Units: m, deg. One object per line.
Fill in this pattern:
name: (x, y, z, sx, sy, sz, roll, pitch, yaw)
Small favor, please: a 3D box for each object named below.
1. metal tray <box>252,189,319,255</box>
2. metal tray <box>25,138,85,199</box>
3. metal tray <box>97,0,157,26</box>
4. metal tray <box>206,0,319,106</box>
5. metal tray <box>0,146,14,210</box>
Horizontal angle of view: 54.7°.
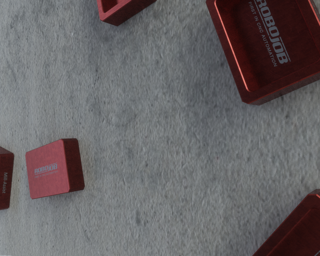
metal tray: (0.140, 0.133, 0.285, 0.090, 0.030, 0.129, 44, 116, 30)
metal tray: (-0.192, 0.075, 0.557, 0.130, 0.030, 0.090, -18, 79, 38)
metal tray: (-0.056, -0.226, 0.445, 0.090, 0.030, 0.129, -18, 79, 38)
metal tray: (0.108, -0.098, 0.311, 0.090, 0.030, 0.129, -26, 74, 36)
metal tray: (-0.373, 0.111, 0.703, 0.090, 0.030, 0.129, 14, 99, 38)
